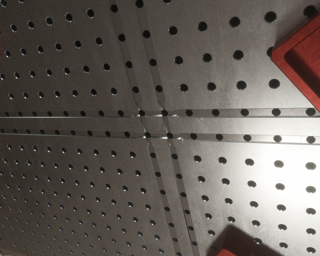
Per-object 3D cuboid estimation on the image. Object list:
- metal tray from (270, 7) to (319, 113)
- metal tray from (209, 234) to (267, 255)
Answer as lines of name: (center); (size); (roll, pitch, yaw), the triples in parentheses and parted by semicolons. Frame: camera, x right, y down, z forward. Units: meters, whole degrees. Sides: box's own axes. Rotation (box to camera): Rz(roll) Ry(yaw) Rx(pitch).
metal tray: (0.179, -0.052, 0.281); (0.130, 0.030, 0.090); (46, 129, -4)
metal tray: (0.139, 0.229, 0.476); (0.130, 0.030, 0.089); (30, 128, 8)
